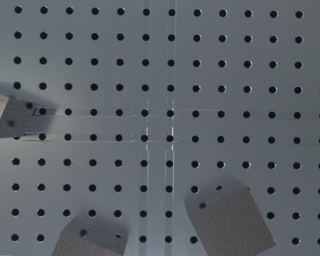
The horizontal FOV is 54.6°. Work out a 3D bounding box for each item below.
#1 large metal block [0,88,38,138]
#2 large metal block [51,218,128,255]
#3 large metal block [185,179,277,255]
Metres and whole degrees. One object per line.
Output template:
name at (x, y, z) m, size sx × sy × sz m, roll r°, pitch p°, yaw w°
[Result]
large metal block at (-0.215, -0.026, 0.385) m, size 0.080 × 0.080 × 0.050 m, roll 23°, pitch 90°, yaw 0°
large metal block at (-0.097, 0.176, 0.400) m, size 0.080 × 0.050 × 0.080 m, roll 23°, pitch 90°, yaw 0°
large metal block at (0.088, 0.124, 0.401) m, size 0.080 × 0.050 × 0.080 m, roll -27°, pitch 90°, yaw 0°
